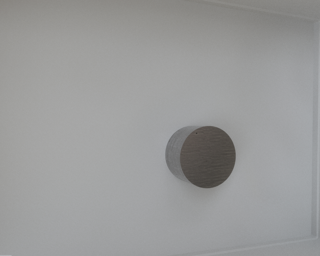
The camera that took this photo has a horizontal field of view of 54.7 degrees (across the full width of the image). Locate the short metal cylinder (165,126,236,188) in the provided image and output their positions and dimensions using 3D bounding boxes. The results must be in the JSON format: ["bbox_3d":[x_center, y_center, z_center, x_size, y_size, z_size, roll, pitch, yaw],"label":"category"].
[{"bbox_3d":[0.054,0.037,0.419,0.081,0.050,0.079,0,90,-21],"label":"short metal cylinder"}]
